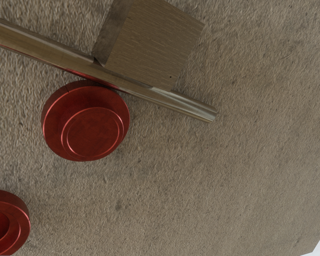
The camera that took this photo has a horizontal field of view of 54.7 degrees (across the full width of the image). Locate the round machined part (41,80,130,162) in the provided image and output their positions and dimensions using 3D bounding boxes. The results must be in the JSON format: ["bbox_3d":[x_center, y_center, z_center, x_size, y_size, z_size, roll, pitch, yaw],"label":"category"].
[{"bbox_3d":[-0.080,-0.002,0.351,0.099,0.042,0.097,-14,124,-21],"label":"round machined part"}]

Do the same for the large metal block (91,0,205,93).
[{"bbox_3d":[-0.014,-0.094,0.325,0.081,0.050,0.080,16,110,-35],"label":"large metal block"}]

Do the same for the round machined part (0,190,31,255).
[{"bbox_3d":[-0.202,0.107,0.352,0.099,0.042,0.097,-14,124,-21],"label":"round machined part"}]

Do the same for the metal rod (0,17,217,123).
[{"bbox_3d":[-0.048,-0.055,0.346,0.302,0.025,0.025,17,109,-35],"label":"metal rod"}]
